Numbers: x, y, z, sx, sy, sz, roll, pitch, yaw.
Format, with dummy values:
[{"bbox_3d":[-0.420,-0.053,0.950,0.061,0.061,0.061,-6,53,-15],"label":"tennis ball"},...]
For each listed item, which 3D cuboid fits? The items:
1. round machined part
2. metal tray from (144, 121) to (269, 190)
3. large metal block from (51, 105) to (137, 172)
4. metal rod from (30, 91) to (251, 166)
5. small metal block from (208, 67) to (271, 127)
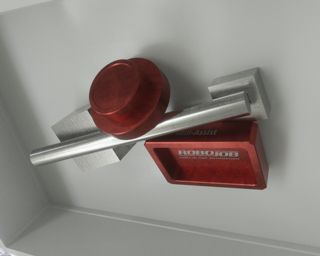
[{"bbox_3d":[-0.041,-0.039,0.353,0.098,0.098,0.042,-4,157,30],"label":"round machined part"},{"bbox_3d":[0.057,0.035,0.376,0.130,0.030,0.090,-2,137,28],"label":"metal tray"},{"bbox_3d":[-0.093,0.009,0.442,0.080,0.050,0.080,-19,109,35],"label":"large metal block"},{"bbox_3d":[-0.043,0.008,0.375,0.300,0.025,0.025,-14,111,26],"label":"metal rod"},{"bbox_3d":[0.088,-0.033,0.339,0.050,0.025,0.050,-12,113,33],"label":"small metal block"}]
